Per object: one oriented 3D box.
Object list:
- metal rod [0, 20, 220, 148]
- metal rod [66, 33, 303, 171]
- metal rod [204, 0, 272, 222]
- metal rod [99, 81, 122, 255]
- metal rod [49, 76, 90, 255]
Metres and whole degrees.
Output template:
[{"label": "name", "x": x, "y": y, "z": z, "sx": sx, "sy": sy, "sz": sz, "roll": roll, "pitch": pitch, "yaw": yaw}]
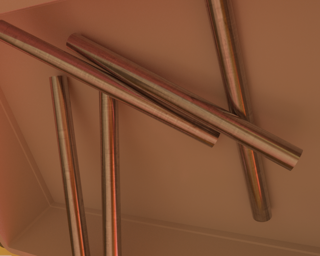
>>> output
[{"label": "metal rod", "x": -0.065, "y": -0.055, "z": 0.383, "sx": 0.301, "sy": 0.025, "sz": 0.025, "roll": 27, "pitch": 128, "yaw": 1}, {"label": "metal rod", "x": 0.013, "y": -0.039, "z": 0.355, "sx": 0.300, "sy": 0.025, "sz": 0.025, "roll": 30, "pitch": 129, "yaw": 17}, {"label": "metal rod", "x": 0.092, "y": -0.015, "z": 0.350, "sx": 0.025, "sy": 0.025, "sz": 0.298, "roll": -4, "pitch": 117, "yaw": 30}, {"label": "metal rod", "x": -0.066, "y": 0.086, "z": 0.416, "sx": 0.025, "sy": 0.025, "sz": 0.298, "roll": 1, "pitch": 93, "yaw": 28}, {"label": "metal rod", "x": -0.127, "y": 0.075, "z": 0.445, "sx": 0.025, "sy": 0.025, "sz": 0.298, "roll": -7, "pitch": 91, "yaw": 31}]
